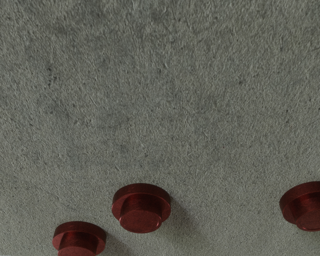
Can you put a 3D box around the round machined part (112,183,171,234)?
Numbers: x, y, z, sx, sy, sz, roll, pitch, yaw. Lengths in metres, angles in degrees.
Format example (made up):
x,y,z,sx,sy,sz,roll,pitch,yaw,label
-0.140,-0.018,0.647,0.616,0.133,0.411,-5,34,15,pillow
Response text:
x,y,z,sx,sy,sz,roll,pitch,yaw,label
-0.031,0.139,0.514,0.099,0.042,0.097,0,130,0,round machined part

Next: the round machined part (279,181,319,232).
x,y,z,sx,sy,sz,roll,pitch,yaw,label
0.255,0.136,0.514,0.099,0.042,0.097,0,130,0,round machined part

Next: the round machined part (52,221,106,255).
x,y,z,sx,sy,sz,roll,pitch,yaw,label
-0.153,0.221,0.582,0.099,0.042,0.097,0,130,0,round machined part
